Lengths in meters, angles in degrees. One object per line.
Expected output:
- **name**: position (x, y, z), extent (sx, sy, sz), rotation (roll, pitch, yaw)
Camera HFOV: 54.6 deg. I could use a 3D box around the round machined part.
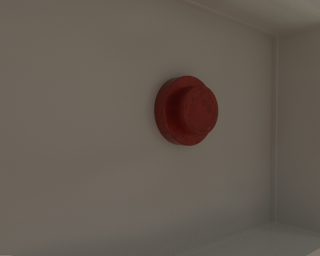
- **round machined part**: position (0.043, -0.024, 0.431), extent (0.099, 0.042, 0.097), rotation (0, 90, -40)
